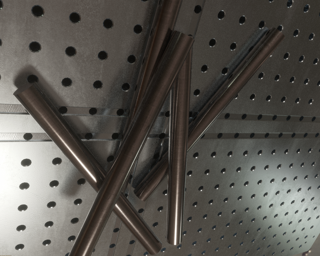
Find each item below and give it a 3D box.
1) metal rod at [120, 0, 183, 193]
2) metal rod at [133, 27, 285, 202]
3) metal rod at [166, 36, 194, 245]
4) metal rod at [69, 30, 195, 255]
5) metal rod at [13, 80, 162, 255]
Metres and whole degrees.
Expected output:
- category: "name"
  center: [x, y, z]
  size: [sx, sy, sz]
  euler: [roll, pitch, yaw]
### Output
- category: "metal rod"
  center: [-0.021, -0.035, 0.379]
  size: [0.025, 0.025, 0.298]
  euler: [3, 117, -30]
- category: "metal rod"
  center: [0.065, -0.014, 0.439]
  size: [0.025, 0.025, 0.299]
  euler: [34, 99, -39]
- category: "metal rod"
  center: [0.024, 0.031, 0.417]
  size: [0.025, 0.025, 0.298]
  euler: [-9, 114, -24]
- category: "metal rod"
  center: [-0.038, 0.032, 0.360]
  size: [0.025, 0.025, 0.298]
  euler: [20, 101, -36]
- category: "metal rod"
  center: [-0.073, 0.070, 0.390]
  size: [0.025, 0.025, 0.299]
  euler: [-34, 122, -6]
